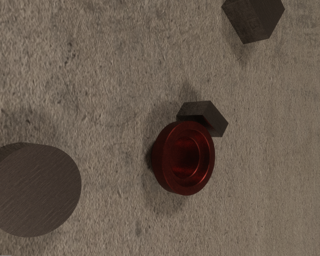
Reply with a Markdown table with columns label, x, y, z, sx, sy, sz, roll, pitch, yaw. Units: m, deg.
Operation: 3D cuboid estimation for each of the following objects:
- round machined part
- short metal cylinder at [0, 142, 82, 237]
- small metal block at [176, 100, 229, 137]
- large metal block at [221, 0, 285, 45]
| label | x | y | z | sx | sy | sz | roll | pitch | yaw |
| --- | --- | --- | --- | --- | --- | --- | --- | --- | --- |
| round machined part | 0.027 | 0.039 | 0.418 | 0.099 | 0.042 | 0.097 | 0 | 90 | -40 |
| short metal cylinder | -0.122 | 0.054 | 0.288 | 0.081 | 0.050 | 0.079 | 0 | 90 | -40 |
| small metal block | 0.061 | -0.012 | 0.442 | 0.050 | 0.050 | 0.025 | 45 | 63 | -31 |
| large metal block | 0.160 | -0.204 | 0.525 | 0.080 | 0.050 | 0.080 | 48 | 61 | -30 |
